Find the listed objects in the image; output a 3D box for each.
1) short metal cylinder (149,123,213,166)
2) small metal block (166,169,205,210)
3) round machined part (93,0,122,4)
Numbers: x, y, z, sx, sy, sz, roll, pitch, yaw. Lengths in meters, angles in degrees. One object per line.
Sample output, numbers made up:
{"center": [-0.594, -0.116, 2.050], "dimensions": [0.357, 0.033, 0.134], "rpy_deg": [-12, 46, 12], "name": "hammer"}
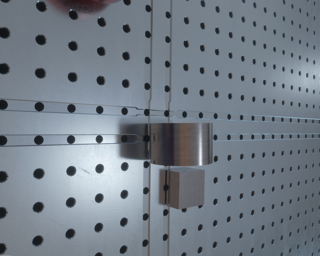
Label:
{"center": [0.027, 0.019, 0.396], "dimensions": [0.081, 0.080, 0.050], "rpy_deg": [-1, 91, -40], "name": "short metal cylinder"}
{"center": [0.037, 0.085, 0.440], "dimensions": [0.050, 0.025, 0.050], "rpy_deg": [2, 89, -40], "name": "small metal block"}
{"center": [-0.069, -0.186, 0.340], "dimensions": [0.099, 0.042, 0.097], "rpy_deg": [0, 90, -40], "name": "round machined part"}
